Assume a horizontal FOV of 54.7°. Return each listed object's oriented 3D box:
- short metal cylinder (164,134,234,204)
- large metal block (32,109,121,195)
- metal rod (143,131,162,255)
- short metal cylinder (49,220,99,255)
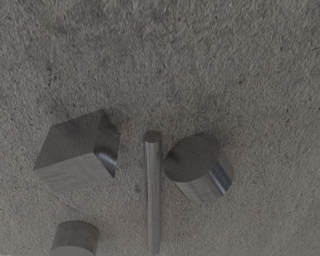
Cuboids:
[{"bbox_3d":[0.052,0.054,0.417,0.080,0.080,0.050,-23,127,18],"label":"short metal cylinder"},{"bbox_3d":[-0.101,0.030,0.395,0.080,0.080,0.050,-17,128,14],"label":"large metal block"},{"bbox_3d":[-0.011,0.125,0.513,0.025,0.025,0.298,0,130,0],"label":"metal rod"},{"bbox_3d":[-0.156,0.215,0.573,0.081,0.050,0.079,0,130,0],"label":"short metal cylinder"}]
